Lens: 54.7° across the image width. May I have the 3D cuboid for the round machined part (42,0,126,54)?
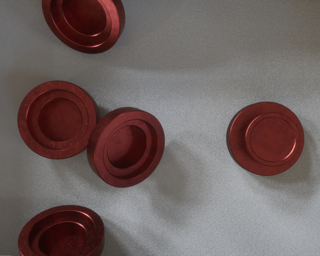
[{"bbox_3d":[-0.090,-0.145,0.385,0.098,0.097,0.042,18,47,0],"label":"round machined part"}]

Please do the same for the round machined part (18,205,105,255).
[{"bbox_3d":[-0.118,0.143,0.380,0.099,0.098,0.042,4,117,0],"label":"round machined part"}]

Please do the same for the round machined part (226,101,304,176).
[{"bbox_3d":[0.140,0.014,0.404,0.099,0.042,0.097,0,90,0],"label":"round machined part"}]

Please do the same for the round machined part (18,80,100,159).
[{"bbox_3d":[-0.126,-0.010,0.402,0.099,0.042,0.097,0,90,0],"label":"round machined part"}]

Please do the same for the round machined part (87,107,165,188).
[{"bbox_3d":[-0.045,0.021,0.386,0.099,0.042,0.097,-13,113,-34],"label":"round machined part"}]
